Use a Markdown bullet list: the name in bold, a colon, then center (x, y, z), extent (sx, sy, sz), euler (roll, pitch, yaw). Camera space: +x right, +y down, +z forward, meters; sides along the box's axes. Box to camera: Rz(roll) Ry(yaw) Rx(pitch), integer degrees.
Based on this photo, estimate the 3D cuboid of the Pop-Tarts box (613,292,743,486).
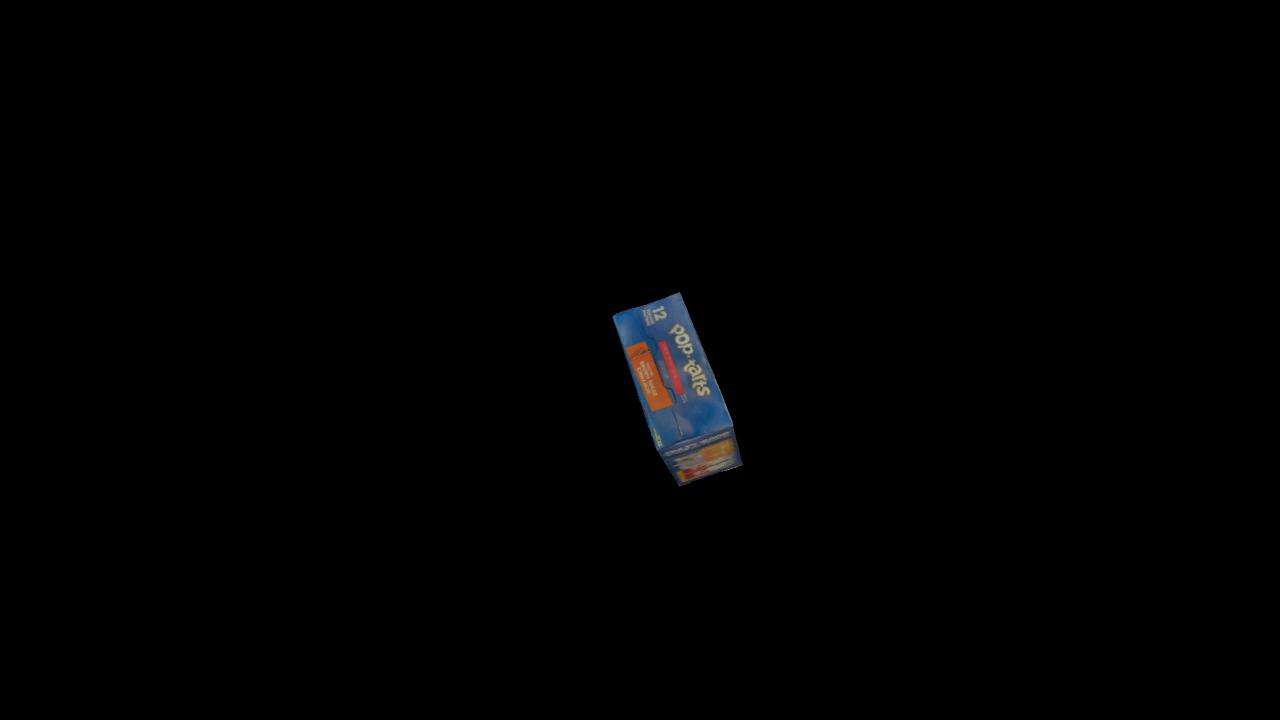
- **Pop-Tarts box**: center (0.044, 0.037, 0.689), extent (0.083, 0.167, 0.141), euler (-21, -28, 3)
